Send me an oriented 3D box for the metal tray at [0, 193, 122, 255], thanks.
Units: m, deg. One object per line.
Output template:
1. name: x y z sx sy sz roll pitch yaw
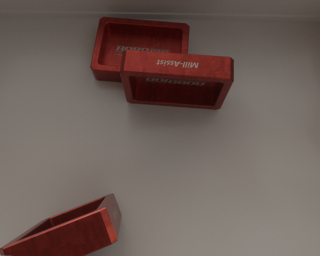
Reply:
1. metal tray: -0.088 0.102 0.313 0.091 0.130 0.030 -20 86 -7

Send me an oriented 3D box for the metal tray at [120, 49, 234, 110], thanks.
1. metal tray: 0.020 -0.059 0.396 0.131 0.090 0.030 4 71 1

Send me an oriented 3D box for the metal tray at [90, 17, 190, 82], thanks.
1. metal tray: -0.026 -0.110 0.446 0.131 0.030 0.090 5 70 1
